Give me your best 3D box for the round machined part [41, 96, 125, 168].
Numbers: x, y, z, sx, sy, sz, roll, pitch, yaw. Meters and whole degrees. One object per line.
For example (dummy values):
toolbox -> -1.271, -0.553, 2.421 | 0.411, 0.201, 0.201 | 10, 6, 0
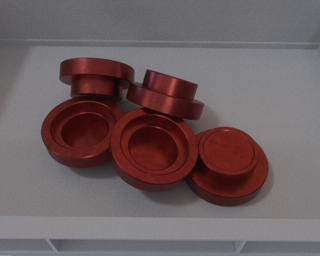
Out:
round machined part -> -0.090, 0.009, 0.382 | 0.099, 0.042, 0.098 | 0, 50, 0

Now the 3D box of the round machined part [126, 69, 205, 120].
round machined part -> 0.010, -0.045, 0.395 | 0.099, 0.042, 0.098 | 16, 10, -3

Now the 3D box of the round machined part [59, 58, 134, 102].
round machined part -> -0.085, -0.060, 0.418 | 0.099, 0.098, 0.042 | 2, 86, 1

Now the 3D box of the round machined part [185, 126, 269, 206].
round machined part -> 0.077, 0.037, 0.361 | 0.099, 0.042, 0.098 | 0, 50, 0

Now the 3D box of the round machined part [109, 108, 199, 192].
round machined part -> -0.009, 0.028, 0.353 | 0.099, 0.042, 0.098 | 8, 55, -11
